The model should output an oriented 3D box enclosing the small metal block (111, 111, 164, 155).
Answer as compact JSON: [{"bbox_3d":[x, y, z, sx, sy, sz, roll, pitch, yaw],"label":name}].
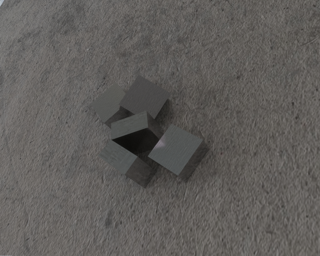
[{"bbox_3d":[-0.027,0.008,0.397,0.050,0.050,0.025,-19,55,17],"label":"small metal block"}]

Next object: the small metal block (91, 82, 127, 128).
[{"bbox_3d":[-0.067,-0.032,0.459,0.050,0.025,0.050,-41,51,0],"label":"small metal block"}]

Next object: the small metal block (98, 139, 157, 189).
[{"bbox_3d":[-0.040,0.044,0.381,0.050,0.050,0.025,27,77,37],"label":"small metal block"}]

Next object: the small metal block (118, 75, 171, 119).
[{"bbox_3d":[-0.021,-0.036,0.422,0.050,0.025,0.050,31,76,3],"label":"small metal block"}]

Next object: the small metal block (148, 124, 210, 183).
[{"bbox_3d":[0.022,0.030,0.374,0.050,0.025,0.050,28,77,37],"label":"small metal block"}]
